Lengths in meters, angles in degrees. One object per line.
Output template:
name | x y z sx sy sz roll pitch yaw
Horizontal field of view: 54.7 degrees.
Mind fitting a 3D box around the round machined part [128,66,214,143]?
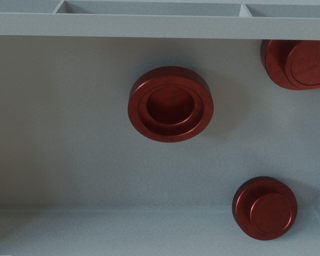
round machined part | 0.012 -0.032 0.371 0.099 0.042 0.097 -1 130 0

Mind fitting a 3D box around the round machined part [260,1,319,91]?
round machined part | 0.163 -0.080 0.332 0.099 0.042 0.097 -1 130 0

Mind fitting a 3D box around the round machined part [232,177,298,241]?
round machined part | 0.165 0.127 0.477 0.099 0.042 0.097 0 95 -4

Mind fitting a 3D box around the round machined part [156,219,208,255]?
round machined part | 0.042 0.219 0.588 0.099 0.042 0.097 0 130 0
